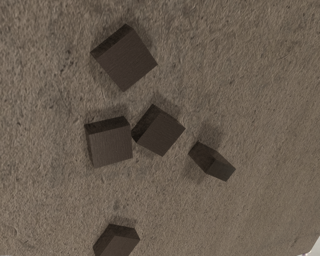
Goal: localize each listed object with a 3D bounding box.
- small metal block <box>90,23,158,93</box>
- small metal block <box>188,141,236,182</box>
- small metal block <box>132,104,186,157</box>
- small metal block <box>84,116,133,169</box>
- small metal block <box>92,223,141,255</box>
[{"bbox_3d":[-0.039,-0.076,0.340,0.050,0.025,0.050,-40,130,-2],"label":"small metal block"},{"bbox_3d":[0.078,0.050,0.467,0.050,0.050,0.025,27,104,-38],"label":"small metal block"},{"bbox_3d":[-0.003,0.004,0.409,0.050,0.025,0.050,32,100,-39],"label":"small metal block"},{"bbox_3d":[-0.063,0.017,0.384,0.050,0.025,0.050,-14,125,-21],"label":"small metal block"},{"bbox_3d":[-0.068,0.181,0.483,0.050,0.025,0.050,27,104,-38],"label":"small metal block"}]
